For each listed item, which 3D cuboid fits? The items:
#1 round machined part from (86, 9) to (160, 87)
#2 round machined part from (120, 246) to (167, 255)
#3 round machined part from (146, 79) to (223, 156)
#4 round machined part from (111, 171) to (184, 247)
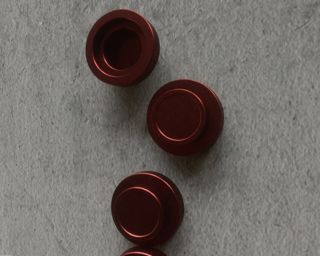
[{"bbox_3d":[-0.046,-0.103,0.415,0.098,0.042,0.097,0,90,19],"label":"round machined part"},{"bbox_3d":[-0.016,0.201,0.403,0.098,0.042,0.097,1,93,19],"label":"round machined part"},{"bbox_3d":[0.028,-0.013,0.389,0.098,0.042,0.097,0,90,19],"label":"round machined part"},{"bbox_3d":[-0.021,0.108,0.406,0.098,0.042,0.097,0,90,19],"label":"round machined part"}]
